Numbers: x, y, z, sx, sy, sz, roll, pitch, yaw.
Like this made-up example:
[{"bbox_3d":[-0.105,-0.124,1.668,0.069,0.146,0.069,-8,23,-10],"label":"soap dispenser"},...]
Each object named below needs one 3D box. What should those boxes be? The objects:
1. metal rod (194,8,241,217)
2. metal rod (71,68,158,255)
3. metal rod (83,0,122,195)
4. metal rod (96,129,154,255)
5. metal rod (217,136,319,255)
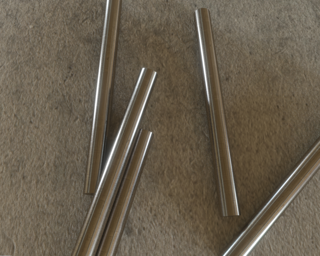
[{"bbox_3d":[0.074,-0.035,0.421,0.025,0.025,0.299,-4,70,-2],"label":"metal rod"},{"bbox_3d":[-0.058,0.062,0.365,0.025,0.025,0.299,16,71,5],"label":"metal rod"},{"bbox_3d":[-0.076,-0.059,0.428,0.025,0.025,0.299,2,70,0],"label":"metal rod"},{"bbox_3d":[-0.062,0.141,0.355,0.025,0.025,0.299,16,71,5],"label":"metal rod"},{"bbox_3d":[0.180,0.056,0.390,0.025,0.025,0.301,43,75,13],"label":"metal rod"}]
